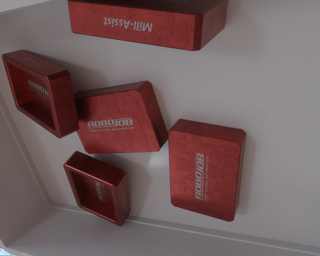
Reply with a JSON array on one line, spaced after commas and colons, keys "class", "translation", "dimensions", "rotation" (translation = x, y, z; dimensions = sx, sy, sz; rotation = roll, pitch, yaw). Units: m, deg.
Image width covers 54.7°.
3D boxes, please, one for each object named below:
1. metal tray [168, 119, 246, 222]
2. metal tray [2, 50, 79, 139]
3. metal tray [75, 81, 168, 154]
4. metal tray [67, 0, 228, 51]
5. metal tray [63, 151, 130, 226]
[{"class": "metal tray", "translation": [0.060, 0.057, 0.408], "dimensions": [0.090, 0.030, 0.129], "rotation": [11, 123, 22]}, {"class": "metal tray", "translation": [-0.168, -0.050, 0.433], "dimensions": [0.130, 0.030, 0.089], "rotation": [26, 130, 36]}, {"class": "metal tray", "translation": [-0.062, -0.011, 0.430], "dimensions": [0.130, 0.030, 0.090], "rotation": [-5, 117, 30]}, {"class": "metal tray", "translation": [-0.009, -0.110, 0.301], "dimensions": [0.130, 0.090, 0.030], "rotation": [14, 124, 20]}, {"class": "metal tray", "translation": [-0.097, 0.100, 0.496], "dimensions": [0.090, 0.030, 0.129], "rotation": [20, 140, 16]}]
